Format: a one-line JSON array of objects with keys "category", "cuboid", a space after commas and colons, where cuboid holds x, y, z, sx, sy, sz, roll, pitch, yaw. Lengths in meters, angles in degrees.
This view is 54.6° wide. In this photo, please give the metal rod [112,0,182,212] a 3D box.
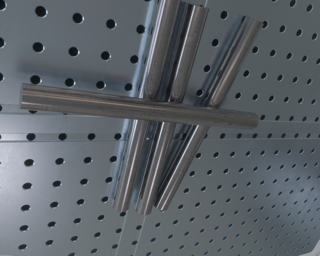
[{"category": "metal rod", "cuboid": [-0.022, -0.018, 0.387, 0.025, 0.025, 0.298, 1, 118, -29]}]

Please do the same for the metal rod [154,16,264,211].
[{"category": "metal rod", "cuboid": [0.060, -0.008, 0.438, 0.025, 0.025, 0.298, 12, 112, -33]}]

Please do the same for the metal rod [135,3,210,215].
[{"category": "metal rod", "cuboid": [0.009, -0.006, 0.411, 0.025, 0.025, 0.298, 0, 118, -29]}]

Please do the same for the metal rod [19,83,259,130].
[{"category": "metal rod", "cuboid": [0.001, -0.020, 0.364, 0.302, 0.025, 0.025, 4, 116, -30]}]
